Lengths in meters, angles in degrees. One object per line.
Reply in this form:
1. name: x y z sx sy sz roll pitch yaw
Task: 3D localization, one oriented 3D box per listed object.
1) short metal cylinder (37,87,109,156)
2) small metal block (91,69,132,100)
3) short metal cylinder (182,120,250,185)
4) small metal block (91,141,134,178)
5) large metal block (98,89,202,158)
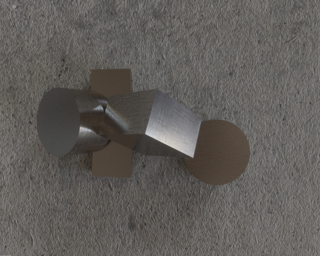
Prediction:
1. short metal cylinder: -0.105 -0.008 0.379 0.080 0.050 0.079 1 91 35
2. small metal block: -0.063 -0.051 0.410 0.050 0.025 0.050 -1 90 -1
3. short metal cylinder: 0.069 0.029 0.400 0.081 0.050 0.079 0 90 -1
4. small metal block: -0.062 0.038 0.410 0.050 0.025 0.050 3 90 -1
5. large metal block: -0.011 -0.002 0.365 0.080 0.080 0.050 29 68 -42
